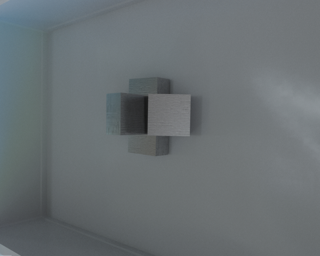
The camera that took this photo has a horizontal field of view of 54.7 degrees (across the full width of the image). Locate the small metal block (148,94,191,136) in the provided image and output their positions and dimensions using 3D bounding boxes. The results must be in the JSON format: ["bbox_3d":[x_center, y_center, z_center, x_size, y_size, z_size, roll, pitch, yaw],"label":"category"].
[{"bbox_3d":[0.011,-0.016,0.380,0.050,0.025,0.050,1,92,0],"label":"small metal block"}]

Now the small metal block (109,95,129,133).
[{"bbox_3d":[-0.057,-0.019,0.434,0.050,0.025,0.050,-172,83,-83],"label":"small metal block"}]

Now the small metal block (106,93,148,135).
[{"bbox_3d":[-0.040,-0.017,0.388,0.025,0.050,0.050,1,91,39],"label":"small metal block"}]

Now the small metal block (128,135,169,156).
[{"bbox_3d":[-0.016,0.010,0.417,0.050,0.025,0.050,3,92,40],"label":"small metal block"}]

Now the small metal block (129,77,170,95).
[{"bbox_3d":[-0.015,-0.041,0.416,0.050,0.025,0.050,3,92,39],"label":"small metal block"}]
